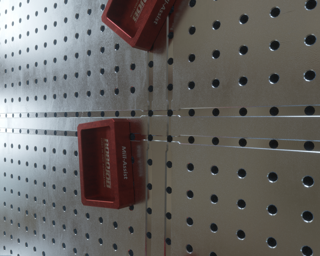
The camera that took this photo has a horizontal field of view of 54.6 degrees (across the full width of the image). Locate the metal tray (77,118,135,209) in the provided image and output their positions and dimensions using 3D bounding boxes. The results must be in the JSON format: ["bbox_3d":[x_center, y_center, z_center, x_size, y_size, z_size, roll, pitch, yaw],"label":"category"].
[{"bbox_3d":[-0.085,0.054,0.477,0.090,0.030,0.129,-7,86,40],"label":"metal tray"}]

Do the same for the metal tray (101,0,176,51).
[{"bbox_3d":[-0.022,-0.185,0.425,0.090,0.030,0.129,45,117,30],"label":"metal tray"}]
